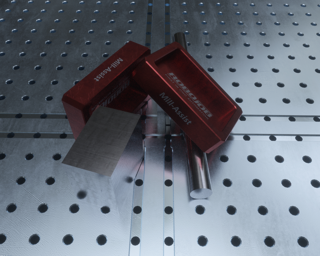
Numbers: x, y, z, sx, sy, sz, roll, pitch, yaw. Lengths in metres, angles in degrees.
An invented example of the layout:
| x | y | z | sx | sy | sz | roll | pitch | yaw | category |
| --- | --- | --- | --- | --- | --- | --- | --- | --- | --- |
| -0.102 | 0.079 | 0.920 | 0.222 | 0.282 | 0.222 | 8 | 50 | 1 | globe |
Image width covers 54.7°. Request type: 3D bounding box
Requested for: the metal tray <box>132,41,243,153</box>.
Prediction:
| x | y | z | sx | sy | sz | roll | pitch | yaw | category |
| --- | --- | --- | --- | --- | --- | --- | --- | --- | --- |
| 0.038 | -0.042 | 0.385 | 0.130 | 0.030 | 0.090 | 46 | 39 | -1 | metal tray |

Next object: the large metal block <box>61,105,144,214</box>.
| x | y | z | sx | sy | sz | roll | pitch | yaw | category |
| --- | --- | --- | --- | --- | --- | --- | --- | --- | --- |
| -0.057 | 0.035 | 0.342 | 0.050 | 0.080 | 0.080 | 14 | 51 | 11 | large metal block |

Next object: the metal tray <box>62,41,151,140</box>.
| x | y | z | sx | sy | sz | roll | pitch | yaw | category |
| --- | --- | --- | --- | --- | --- | --- | --- | --- | --- |
| -0.060 | -0.041 | 0.398 | 0.030 | 0.089 | 0.131 | 27 | 55 | 20 | metal tray |

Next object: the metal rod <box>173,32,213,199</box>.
| x | y | z | sx | sy | sz | roll | pitch | yaw | category |
| --- | --- | --- | --- | --- | --- | --- | --- | --- | --- |
| 0.040 | -0.041 | 0.442 | 0.025 | 0.025 | 0.300 | -2 | 50 | -2 | metal rod |

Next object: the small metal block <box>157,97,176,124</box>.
| x | y | z | sx | sy | sz | roll | pitch | yaw | category |
| --- | --- | --- | --- | --- | --- | --- | --- | --- | --- |
| 0.009 | -0.040 | 0.425 | 0.025 | 0.050 | 0.050 | 0 | 50 | -1 | small metal block |
